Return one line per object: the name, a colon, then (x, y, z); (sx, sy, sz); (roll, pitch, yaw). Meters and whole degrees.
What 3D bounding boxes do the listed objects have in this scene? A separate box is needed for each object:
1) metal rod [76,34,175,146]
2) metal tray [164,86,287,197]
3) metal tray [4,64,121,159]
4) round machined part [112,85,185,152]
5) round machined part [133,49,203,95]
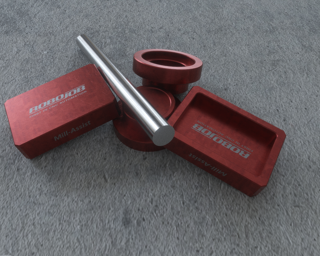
metal rod: (-0.063, -0.070, 0.420); (0.025, 0.025, 0.300); (-22, 40, -17)
metal tray: (0.076, 0.012, 0.378); (0.130, 0.030, 0.090); (30, 55, 10)
metal tray: (-0.129, -0.026, 0.408); (0.131, 0.030, 0.090); (-27, 52, -11)
round machined part: (-0.014, -0.020, 0.411); (0.099, 0.042, 0.098); (0, 50, 0)
round machined part: (0.010, -0.080, 0.447); (0.099, 0.042, 0.098); (6, 28, -3)
